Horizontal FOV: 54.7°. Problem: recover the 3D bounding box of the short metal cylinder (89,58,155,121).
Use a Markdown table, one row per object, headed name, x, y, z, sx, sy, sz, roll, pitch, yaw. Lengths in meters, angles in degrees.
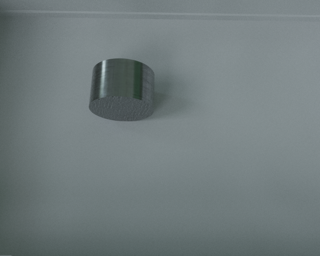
| name | x | y | z | sx | sy | sz | roll | pitch | yaw |
| --- | --- | --- | --- | --- | --- | --- | --- | --- | --- |
| short metal cylinder | -0.048 | -0.046 | 0.397 | 0.081 | 0.080 | 0.050 | 1 | 70 | 0 |
